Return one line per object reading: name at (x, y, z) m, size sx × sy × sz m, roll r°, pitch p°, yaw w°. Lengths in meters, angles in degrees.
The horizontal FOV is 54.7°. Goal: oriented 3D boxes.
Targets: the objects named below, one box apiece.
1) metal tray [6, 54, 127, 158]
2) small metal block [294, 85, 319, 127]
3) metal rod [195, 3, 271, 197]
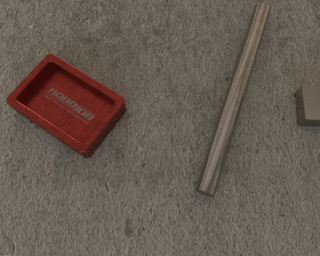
metal tray at (-0.123, -0.031, 0.415) m, size 0.130 × 0.030 × 0.090 m, roll 32°, pitch 73°, yaw 10°
small metal block at (0.216, -0.029, 0.421) m, size 0.050 × 0.025 × 0.050 m, roll 3°, pitch 70°, yaw 1°
metal rod at (0.106, -0.052, 0.428) m, size 0.025 × 0.025 × 0.300 m, roll 19°, pitch 71°, yaw 6°
